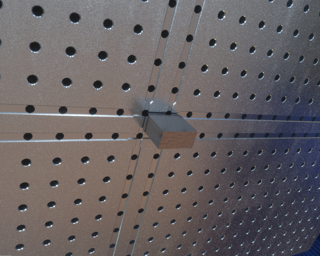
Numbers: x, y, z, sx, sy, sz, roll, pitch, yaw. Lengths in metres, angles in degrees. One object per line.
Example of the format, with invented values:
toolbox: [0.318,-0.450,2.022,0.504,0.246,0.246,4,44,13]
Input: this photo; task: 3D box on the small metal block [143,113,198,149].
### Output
small metal block: [0.012,0.003,0.406,0.050,0.050,0.025,1,118,-29]
